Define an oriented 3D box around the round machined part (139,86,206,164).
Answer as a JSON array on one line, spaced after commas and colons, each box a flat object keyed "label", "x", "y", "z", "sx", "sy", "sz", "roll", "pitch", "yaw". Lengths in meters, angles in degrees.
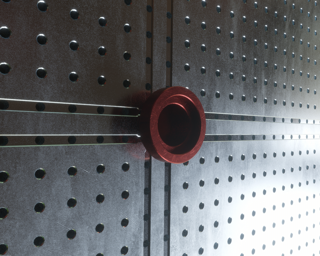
[{"label": "round machined part", "x": 0.012, "y": -0.004, "z": 0.406, "sx": 0.099, "sy": 0.042, "sz": 0.097, "roll": 0, "pitch": 90, "yaw": -40}]
